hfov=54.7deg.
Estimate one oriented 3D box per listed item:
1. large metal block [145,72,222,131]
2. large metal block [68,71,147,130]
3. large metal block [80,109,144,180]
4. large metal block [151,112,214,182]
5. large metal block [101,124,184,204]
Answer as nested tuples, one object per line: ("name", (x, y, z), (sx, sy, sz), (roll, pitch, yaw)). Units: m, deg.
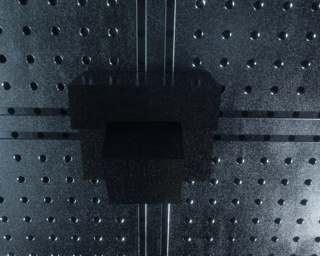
("large metal block", (0.024, -0.034, 0.371), (0.081, 0.080, 0.050), (1, 110, -1))
("large metal block", (-0.057, -0.035, 0.369), (0.081, 0.080, 0.050), (1, 110, -1))
("large metal block", (-0.057, 0.021, 0.405), (0.081, 0.050, 0.079), (1, 110, -1))
("large metal block", (0.025, 0.022, 0.406), (0.081, 0.050, 0.079), (1, 110, -1))
("large metal block", (-0.017, 0.041, 0.344), (0.081, 0.050, 0.079), (0, 134, -1))
